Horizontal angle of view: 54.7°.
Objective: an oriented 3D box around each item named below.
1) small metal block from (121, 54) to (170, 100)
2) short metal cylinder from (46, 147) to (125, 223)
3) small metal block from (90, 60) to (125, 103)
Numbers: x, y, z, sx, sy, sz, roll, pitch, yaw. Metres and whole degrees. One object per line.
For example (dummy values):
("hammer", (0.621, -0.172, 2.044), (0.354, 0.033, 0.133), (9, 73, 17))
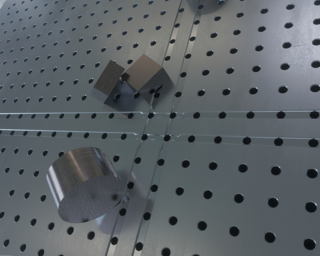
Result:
("small metal block", (-0.023, -0.077, 0.468), (0.050, 0.025, 0.050), (-45, 51, -3))
("short metal cylinder", (-0.091, 0.070, 0.378), (0.080, 0.080, 0.050), (-40, 51, 1))
("small metal block", (-0.082, -0.070, 0.477), (0.050, 0.025, 0.050), (-62, 13, -16))
